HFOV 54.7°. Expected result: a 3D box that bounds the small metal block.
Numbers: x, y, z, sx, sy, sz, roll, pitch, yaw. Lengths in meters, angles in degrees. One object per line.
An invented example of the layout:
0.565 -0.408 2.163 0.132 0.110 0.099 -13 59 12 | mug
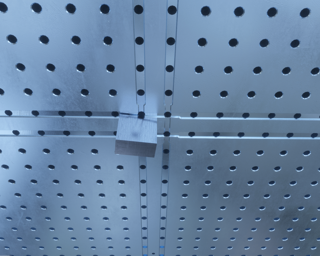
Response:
-0.031 0.010 0.403 0.050 0.050 0.025 6 130 -6 | small metal block
